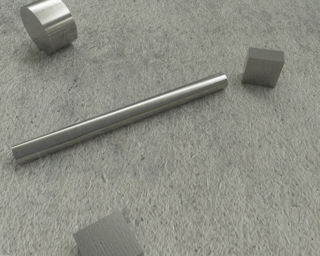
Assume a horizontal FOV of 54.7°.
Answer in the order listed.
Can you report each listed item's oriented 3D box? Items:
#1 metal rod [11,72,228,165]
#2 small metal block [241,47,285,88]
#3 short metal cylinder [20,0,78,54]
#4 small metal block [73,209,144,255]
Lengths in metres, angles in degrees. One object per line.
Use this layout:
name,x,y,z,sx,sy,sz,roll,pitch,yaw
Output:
metal rod,-0.040,-0.019,0.418,0.302,0.025,0.025,-21,54,-18
small metal block,0.153,-0.090,0.465,0.050,0.050,0.025,9,51,7
short metal cylinder,-0.181,-0.169,0.507,0.080,0.080,0.050,36,59,26
small metal block,-0.050,0.117,0.304,0.050,0.025,0.050,-25,55,-20
